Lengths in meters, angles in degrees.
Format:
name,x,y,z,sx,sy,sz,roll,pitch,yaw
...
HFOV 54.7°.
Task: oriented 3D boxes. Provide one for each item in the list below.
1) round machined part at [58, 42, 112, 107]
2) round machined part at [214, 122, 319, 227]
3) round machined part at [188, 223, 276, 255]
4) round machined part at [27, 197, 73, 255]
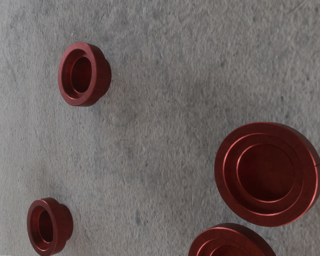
name,x,y,z,sx,sy,sz,roll,pitch,yaw
round machined part,-0.114,-0.082,0.485,0.098,0.042,0.097,0,90,39
round machined part,0.107,0.043,0.305,0.098,0.042,0.097,0,90,39
round machined part,0.081,0.149,0.326,0.098,0.042,0.097,0,90,39
round machined part,-0.191,0.172,0.548,0.098,0.042,0.097,0,90,39
